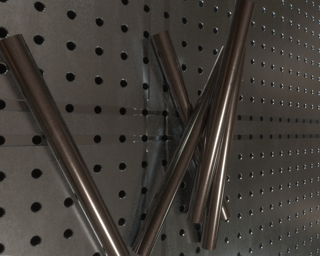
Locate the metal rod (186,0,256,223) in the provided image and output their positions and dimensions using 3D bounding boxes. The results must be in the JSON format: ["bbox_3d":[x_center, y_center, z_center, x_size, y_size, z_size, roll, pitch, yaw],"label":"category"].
[{"bbox_3d":[0.075,-0.009,0.408,0.025,0.025,0.298,-5,113,-40],"label":"metal rod"}]

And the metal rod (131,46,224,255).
[{"bbox_3d":[0.037,0.024,0.416,0.025,0.025,0.299,32,78,-36],"label":"metal rod"}]

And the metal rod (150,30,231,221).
[{"bbox_3d":[0.050,0.007,0.453,0.025,0.025,0.298,-34,111,-35],"label":"metal rod"}]

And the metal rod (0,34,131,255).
[{"bbox_3d":[-0.090,0.049,0.335,0.025,0.025,0.298,-34,111,-35],"label":"metal rod"}]

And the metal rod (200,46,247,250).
[{"bbox_3d":[0.088,0.036,0.440,0.025,0.025,0.298,-7,108,-40],"label":"metal rod"}]
